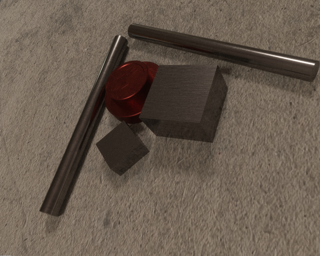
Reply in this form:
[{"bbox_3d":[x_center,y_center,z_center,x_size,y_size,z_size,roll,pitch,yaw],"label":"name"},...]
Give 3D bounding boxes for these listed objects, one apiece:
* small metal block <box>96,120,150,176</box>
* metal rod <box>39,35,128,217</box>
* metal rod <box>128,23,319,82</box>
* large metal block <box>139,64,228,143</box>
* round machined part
[{"bbox_3d":[-0.050,0.026,0.413,0.050,0.025,0.050,-40,51,0],"label":"small metal block"},{"bbox_3d":[-0.107,-0.018,0.468,0.025,0.025,0.300,3,63,29],"label":"metal rod"},{"bbox_3d":[0.065,-0.115,0.439,0.300,0.025,0.025,25,75,36],"label":"metal rod"},{"bbox_3d":[0.032,-0.032,0.390,0.080,0.050,0.080,6,65,30],"label":"large metal block"},{"bbox_3d":[-0.039,-0.058,0.448,0.098,0.042,0.098,-13,56,20],"label":"round machined part"}]
